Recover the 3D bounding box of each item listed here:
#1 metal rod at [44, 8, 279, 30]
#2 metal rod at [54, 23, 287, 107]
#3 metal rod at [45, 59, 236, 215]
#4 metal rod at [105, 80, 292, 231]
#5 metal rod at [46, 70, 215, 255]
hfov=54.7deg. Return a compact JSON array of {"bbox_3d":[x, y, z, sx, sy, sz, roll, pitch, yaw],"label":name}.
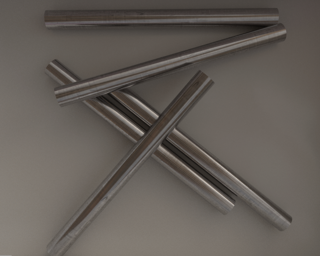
[{"bbox_3d":[0.003,-0.145,0.410,0.302,0.025,0.025,-1,90,-1],"label":"metal rod"},{"bbox_3d":[0.019,-0.082,0.395,0.302,0.025,0.025,-18,90,-7],"label":"metal rod"},{"bbox_3d":[-0.026,0.012,0.410,0.300,0.025,0.025,38,90,-1],"label":"metal rod"},{"bbox_3d":[0.049,0.034,0.411,0.300,0.025,0.025,38,90,-1],"label":"metal rod"},{"bbox_3d":[-0.041,0.050,0.390,0.025,0.025,0.299,41,97,-1],"label":"metal rod"}]
